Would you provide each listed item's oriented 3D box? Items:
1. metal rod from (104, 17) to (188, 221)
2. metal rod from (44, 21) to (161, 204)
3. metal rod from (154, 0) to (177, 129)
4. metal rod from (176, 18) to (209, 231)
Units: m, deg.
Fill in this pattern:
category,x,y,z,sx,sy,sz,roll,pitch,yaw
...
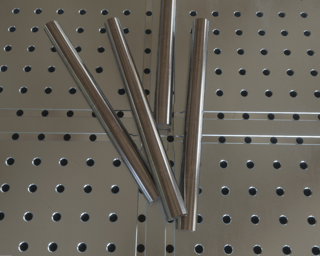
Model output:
category,x,y,z,sx,sy,sz,roll,pitch,yaw
metal rod,-0.026,-0.029,0.409,0.025,0.025,0.299,-17,66,-6
metal rod,-0.082,-0.032,0.423,0.025,0.025,0.299,-31,73,-10
metal rod,0.011,-0.143,0.463,0.025,0.025,0.299,3,70,1
metal rod,0.047,-0.019,0.418,0.025,0.025,0.299,6,70,2
